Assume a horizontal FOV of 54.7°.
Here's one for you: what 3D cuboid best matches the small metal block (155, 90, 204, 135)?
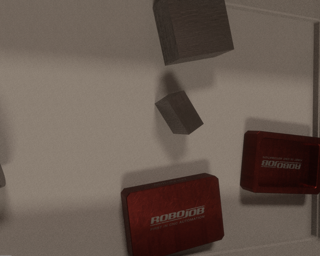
[{"bbox_3d":[0.024,-0.019,0.407,0.025,0.050,0.050,-35,102,-17],"label":"small metal block"}]

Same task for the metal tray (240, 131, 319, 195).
[{"bbox_3d":[0.191,0.054,0.480,0.131,0.030,0.089,6,88,-20],"label":"metal tray"}]

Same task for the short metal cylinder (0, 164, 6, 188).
[{"bbox_3d":[-0.198,0.034,0.308,0.050,0.080,0.080,-26,99,-18],"label":"short metal cylinder"}]

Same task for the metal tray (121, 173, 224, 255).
[{"bbox_3d":[0.019,0.117,0.416,0.131,0.030,0.089,-7,93,-20],"label":"metal tray"}]

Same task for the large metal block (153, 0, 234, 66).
[{"bbox_3d":[0.044,-0.133,0.414,0.081,0.050,0.080,-14,95,-20],"label":"large metal block"}]
